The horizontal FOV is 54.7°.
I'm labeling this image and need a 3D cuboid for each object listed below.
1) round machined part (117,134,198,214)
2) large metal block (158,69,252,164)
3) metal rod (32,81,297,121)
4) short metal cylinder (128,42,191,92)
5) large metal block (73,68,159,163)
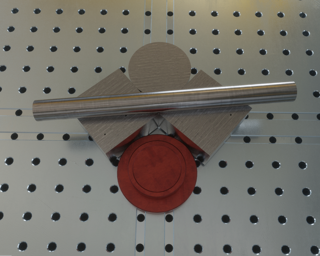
[{"bbox_3d":[-0.003,0.053,0.379,0.099,0.042,0.098,0,70,0],"label":"round machined part"},{"bbox_3d":[0.055,-0.013,0.397,0.080,0.050,0.080,40,76,13],"label":"large metal block"},{"bbox_3d":[0.007,-0.032,0.364,0.302,0.025,0.025,-5,70,-1],"label":"metal rod"},{"bbox_3d":[0.000,-0.068,0.419,0.081,0.050,0.080,0,70,0],"label":"short metal cylinder"},{"bbox_3d":[-0.058,-0.015,0.399,0.080,0.050,0.080,-38,76,-13],"label":"large metal block"}]
